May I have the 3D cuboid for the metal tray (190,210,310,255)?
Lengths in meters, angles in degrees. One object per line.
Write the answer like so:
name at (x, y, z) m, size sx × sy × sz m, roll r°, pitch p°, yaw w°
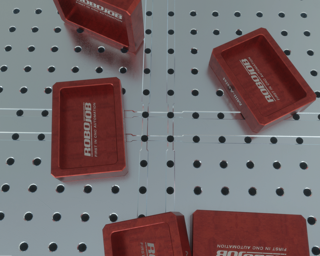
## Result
metal tray at (0.101, 0.144, 0.357) m, size 0.131 × 0.030 × 0.090 m, roll 3°, pitch 70°, yaw 1°

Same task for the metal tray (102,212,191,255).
metal tray at (-0.010, 0.163, 0.332) m, size 0.090 × 0.030 × 0.130 m, roll -16°, pitch 69°, yaw 17°

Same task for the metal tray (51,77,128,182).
metal tray at (-0.092, 0.000, 0.408) m, size 0.091 × 0.030 × 0.130 m, roll -5°, pitch 70°, yaw -2°

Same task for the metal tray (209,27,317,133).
metal tray at (0.140, -0.070, 0.435) m, size 0.090 × 0.030 × 0.130 m, roll -26°, pitch 72°, yaw -9°

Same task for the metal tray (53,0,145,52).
metal tray at (-0.088, -0.166, 0.437) m, size 0.130 × 0.090 × 0.030 m, roll 25°, pitch 72°, yaw 9°
